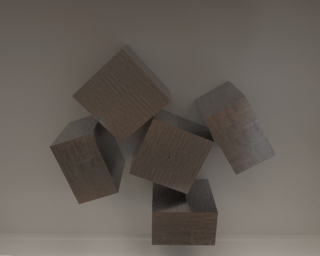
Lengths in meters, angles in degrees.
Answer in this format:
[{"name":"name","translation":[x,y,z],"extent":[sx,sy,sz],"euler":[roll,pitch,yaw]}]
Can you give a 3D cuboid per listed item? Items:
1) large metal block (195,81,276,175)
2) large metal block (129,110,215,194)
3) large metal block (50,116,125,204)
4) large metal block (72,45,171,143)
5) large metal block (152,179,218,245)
[{"name":"large metal block","translation":[0.089,-0.003,0.380],"extent":[0.050,0.080,0.080],"euler":[-29,108,10]},{"name":"large metal block","translation":[0.014,0.029,0.407],"extent":[0.080,0.050,0.079],"euler":[21,109,-8]},{"name":"large metal block","translation":[-0.086,0.035,0.392],"extent":[0.050,0.080,0.080],"euler":[-18,109,6]},{"name":"large metal block","translation":[-0.044,-0.043,0.380],"extent":[0.080,0.050,0.080],"euler":[-40,106,13]},{"name":"large metal block","translation":[0.030,0.112,0.423],"extent":[0.081,0.080,0.050],"euler":[1,110,-1]}]
